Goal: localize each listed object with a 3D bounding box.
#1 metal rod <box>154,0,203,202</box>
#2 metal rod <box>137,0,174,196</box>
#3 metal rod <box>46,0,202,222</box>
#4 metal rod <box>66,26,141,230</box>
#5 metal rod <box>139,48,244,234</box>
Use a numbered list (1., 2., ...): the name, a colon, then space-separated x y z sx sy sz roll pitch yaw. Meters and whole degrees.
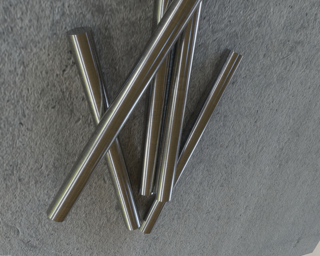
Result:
1. metal rod: 0.021 -0.037 0.382 0.025 0.025 0.298 -5 117 -26
2. metal rod: -0.005 -0.040 0.379 0.025 0.025 0.298 -8 122 -25
3. metal rod: -0.044 -0.019 0.337 0.025 0.025 0.299 24 106 -37
4. metal rod: -0.060 0.025 0.389 0.025 0.025 0.298 -21 127 -16
5. metal rod: 0.036 0.031 0.445 0.025 0.025 0.298 13 112 -34
